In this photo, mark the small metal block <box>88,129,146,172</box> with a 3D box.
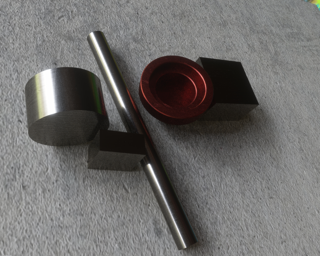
[{"bbox_3d":[-0.049,0.027,0.346,0.050,0.050,0.025,8,59,-25],"label":"small metal block"}]

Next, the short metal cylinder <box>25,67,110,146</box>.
[{"bbox_3d":[-0.098,-0.020,0.329,0.081,0.080,0.050,-1,63,-29],"label":"short metal cylinder"}]

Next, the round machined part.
[{"bbox_3d":[0.020,-0.047,0.424,0.099,0.042,0.098,5,64,-10],"label":"round machined part"}]

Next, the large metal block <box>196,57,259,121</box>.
[{"bbox_3d":[0.092,-0.058,0.475,0.081,0.050,0.080,-1,62,-29],"label":"large metal block"}]

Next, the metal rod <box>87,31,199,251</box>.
[{"bbox_3d":[-0.029,0.001,0.388,0.025,0.025,0.299,-13,69,-34],"label":"metal rod"}]
